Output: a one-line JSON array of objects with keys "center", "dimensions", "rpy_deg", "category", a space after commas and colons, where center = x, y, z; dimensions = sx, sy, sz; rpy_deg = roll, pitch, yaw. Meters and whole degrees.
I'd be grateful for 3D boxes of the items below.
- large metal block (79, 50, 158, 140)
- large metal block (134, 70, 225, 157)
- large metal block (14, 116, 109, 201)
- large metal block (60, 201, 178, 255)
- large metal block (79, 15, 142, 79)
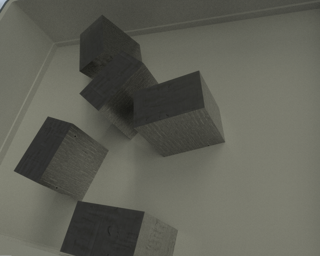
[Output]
[{"center": [-0.046, -0.043, 0.421], "dimensions": [0.080, 0.080, 0.050], "rpy_deg": [-48, 52, -5], "category": "large metal block"}, {"center": [0.024, -0.012, 0.366], "dimensions": [0.080, 0.080, 0.050], "rpy_deg": [-16, 56, 19], "category": "large metal block"}, {"center": [-0.127, 0.043, 0.411], "dimensions": [0.050, 0.080, 0.080], "rpy_deg": [14, 69, 34], "category": "large metal block"}, {"center": [-0.038, 0.116, 0.319], "dimensions": [0.080, 0.080, 0.050], "rpy_deg": [1, 62, 28], "category": "large metal block"}, {"center": [-0.073, -0.108, 0.468], "dimensions": [0.050, 0.080, 0.080], "rpy_deg": [-31, 50, 28], "category": "large metal block"}]
